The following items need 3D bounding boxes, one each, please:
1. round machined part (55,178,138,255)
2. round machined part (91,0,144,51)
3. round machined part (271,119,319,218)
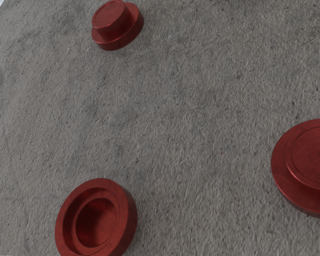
[{"bbox_3d":[-0.069,0.111,0.361,0.098,0.042,0.098,-13,56,21],"label":"round machined part"},{"bbox_3d":[-0.082,-0.189,0.552,0.098,0.042,0.098,-13,56,21],"label":"round machined part"},{"bbox_3d":[0.156,0.032,0.291,0.098,0.042,0.098,-13,56,21],"label":"round machined part"}]
